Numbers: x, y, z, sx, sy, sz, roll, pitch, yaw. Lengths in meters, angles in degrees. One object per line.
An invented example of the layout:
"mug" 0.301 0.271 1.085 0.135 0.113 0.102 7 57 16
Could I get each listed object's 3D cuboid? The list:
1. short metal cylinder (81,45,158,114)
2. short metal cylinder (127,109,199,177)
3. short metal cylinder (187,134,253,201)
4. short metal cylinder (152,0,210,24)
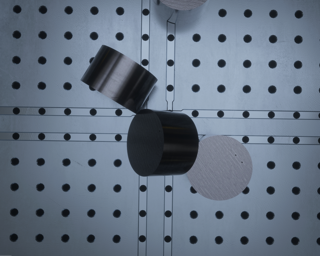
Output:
"short metal cylinder" -0.050 -0.059 0.385 0.080 0.080 0.050 31 90 0
"short metal cylinder" 0.001 0.018 0.379 0.050 0.080 0.080 4 90 -36
"short metal cylinder" 0.072 0.048 0.401 0.081 0.050 0.079 0 90 0
"short metal cylinder" 0.029 -0.183 0.401 0.081 0.050 0.079 0 90 0
